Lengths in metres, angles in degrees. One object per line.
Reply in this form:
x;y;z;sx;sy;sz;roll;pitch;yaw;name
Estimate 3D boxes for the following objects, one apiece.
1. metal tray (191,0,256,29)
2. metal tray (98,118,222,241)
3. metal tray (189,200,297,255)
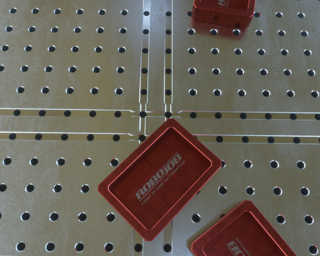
0.106;-0.226;0.492;0.090;0.030;0.130;11;70;3;metal tray
0.001;0.062;0.386;0.090;0.030;0.130;43;75;13;metal tray
0.107;0.160;0.351;0.090;0.030;0.130;-35;74;-12;metal tray
